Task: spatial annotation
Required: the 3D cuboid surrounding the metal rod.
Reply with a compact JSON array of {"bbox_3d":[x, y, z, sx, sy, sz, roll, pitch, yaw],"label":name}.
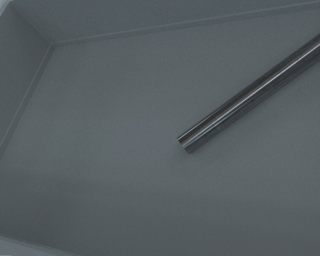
[{"bbox_3d":[0.148,-0.067,0.368,0.300,0.025,0.025,-36,51,3],"label":"metal rod"}]
